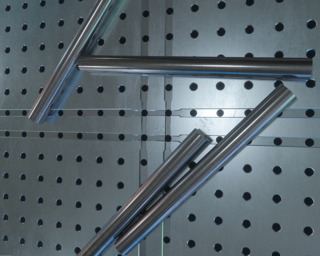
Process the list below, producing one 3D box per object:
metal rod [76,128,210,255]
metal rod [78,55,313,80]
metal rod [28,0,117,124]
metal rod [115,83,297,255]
[{"bbox_3d":[-0.044,0.117,0.426,0.025,0.025,0.299,45,103,14],"label":"metal rod"},{"bbox_3d":[0.030,-0.080,0.401,0.301,0.025,0.025,5,92,19],"label":"metal rod"},{"bbox_3d":[-0.108,-0.134,0.449,0.025,0.025,0.299,38,102,15],"label":"metal rod"},{"bbox_3d":[0.048,0.061,0.395,0.299,0.025,0.025,-46,76,14],"label":"metal rod"}]
